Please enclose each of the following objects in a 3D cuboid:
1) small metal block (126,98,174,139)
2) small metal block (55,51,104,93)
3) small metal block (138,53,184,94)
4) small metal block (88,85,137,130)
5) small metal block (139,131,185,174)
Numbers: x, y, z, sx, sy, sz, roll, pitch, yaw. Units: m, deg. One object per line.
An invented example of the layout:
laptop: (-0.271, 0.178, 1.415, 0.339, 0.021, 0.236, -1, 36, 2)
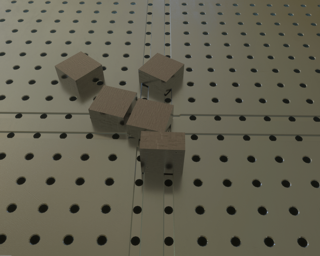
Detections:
small metal block: (-0.012, -0.010, 0.416, 0.050, 0.025, 0.050, 12, 51, 10)
small metal block: (-0.124, -0.087, 0.479, 0.050, 0.025, 0.050, 35, 58, 25)
small metal block: (0.002, -0.085, 0.479, 0.050, 0.025, 0.050, 28, 55, 21)
small metal block: (-0.064, -0.029, 0.431, 0.050, 0.025, 0.050, 14, 51, 11)
small metal block: (0.003, 0.030, 0.367, 0.050, 0.050, 0.025, 2, 50, 1)
